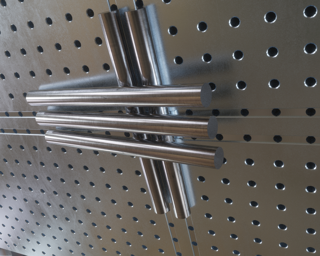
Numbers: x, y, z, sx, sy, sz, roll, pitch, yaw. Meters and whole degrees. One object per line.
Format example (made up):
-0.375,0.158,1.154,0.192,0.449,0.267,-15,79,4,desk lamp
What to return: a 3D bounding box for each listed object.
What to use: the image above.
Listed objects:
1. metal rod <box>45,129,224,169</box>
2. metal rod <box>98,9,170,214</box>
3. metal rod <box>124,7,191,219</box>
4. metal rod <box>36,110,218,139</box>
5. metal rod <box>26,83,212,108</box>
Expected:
-0.057,0.023,0.427,0.300,0.025,0.025,5,121,35,metal rod
-0.028,-0.004,0.422,0.025,0.025,0.298,1,119,27,metal rod
0.003,-0.001,0.408,0.025,0.025,0.298,1,119,27,metal rod
-0.067,-0.008,0.413,0.300,0.025,0.025,4,121,35,metal rod
-0.076,-0.040,0.398,0.300,0.025,0.025,3,120,35,metal rod
